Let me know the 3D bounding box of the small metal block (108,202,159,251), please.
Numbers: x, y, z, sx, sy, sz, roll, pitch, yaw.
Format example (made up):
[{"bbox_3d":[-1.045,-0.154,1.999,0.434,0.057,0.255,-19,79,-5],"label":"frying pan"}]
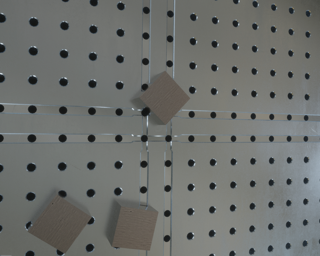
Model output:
[{"bbox_3d":[-0.035,0.126,0.400,0.050,0.025,0.050,14,85,-20],"label":"small metal block"}]

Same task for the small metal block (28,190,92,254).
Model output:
[{"bbox_3d":[-0.119,0.111,0.369,0.050,0.025,0.050,39,78,-16],"label":"small metal block"}]

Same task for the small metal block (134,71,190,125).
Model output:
[{"bbox_3d":[0.003,-0.039,0.413,0.050,0.025,0.050,46,76,-14],"label":"small metal block"}]
